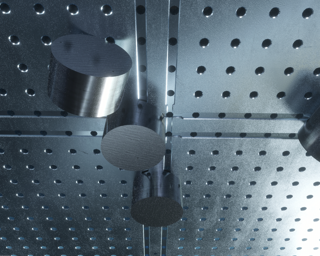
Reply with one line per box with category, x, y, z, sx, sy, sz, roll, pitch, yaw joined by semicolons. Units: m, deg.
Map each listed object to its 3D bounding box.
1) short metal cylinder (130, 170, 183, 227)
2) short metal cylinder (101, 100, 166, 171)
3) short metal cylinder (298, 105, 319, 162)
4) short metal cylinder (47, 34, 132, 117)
short metal cylinder;-0.005;0.113;0.491;0.081;0.050;0.079;0;130;0
short metal cylinder;-0.033;0.011;0.404;0.081;0.050;0.079;0;130;0
short metal cylinder;0.223;0.008;0.385;0.081;0.080;0.050;14;129;-12
short metal cylinder;-0.075;-0.056;0.327;0.081;0.080;0.050;13;129;-11
